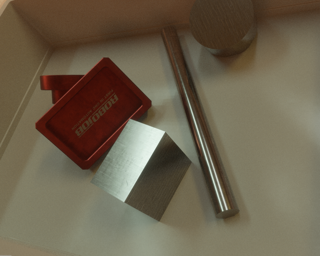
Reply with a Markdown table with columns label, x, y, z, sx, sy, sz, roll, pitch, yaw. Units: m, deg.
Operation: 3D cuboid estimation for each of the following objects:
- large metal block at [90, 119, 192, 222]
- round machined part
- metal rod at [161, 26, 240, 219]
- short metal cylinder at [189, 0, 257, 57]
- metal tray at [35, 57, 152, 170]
| label | x | y | z | sx | sy | sz | roll | pitch | yaw |
| --- | --- | --- | --- | --- | --- | --- | --- | --- | --- |
| large metal block | -0.017 | 0.049 | 0.348 | 0.050 | 0.080 | 0.080 | 20 | 72 | 35 |
| round machined part | -0.129 | -0.058 | 0.473 | 0.098 | 0.099 | 0.042 | 4 | 99 | 29 |
| metal rod | 0.041 | -0.031 | 0.402 | 0.025 | 0.025 | 0.299 | -23 | 53 | 14 |
| short metal cylinder | 0.084 | -0.139 | 0.408 | 0.080 | 0.050 | 0.079 | 0 | 91 | 22 |
| metal tray | -0.088 | -0.020 | 0.420 | 0.130 | 0.090 | 0.030 | -45 | 13 | -4 |
